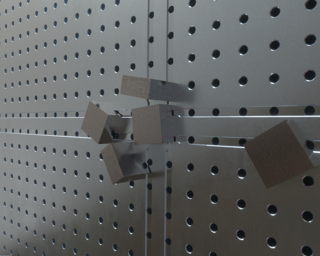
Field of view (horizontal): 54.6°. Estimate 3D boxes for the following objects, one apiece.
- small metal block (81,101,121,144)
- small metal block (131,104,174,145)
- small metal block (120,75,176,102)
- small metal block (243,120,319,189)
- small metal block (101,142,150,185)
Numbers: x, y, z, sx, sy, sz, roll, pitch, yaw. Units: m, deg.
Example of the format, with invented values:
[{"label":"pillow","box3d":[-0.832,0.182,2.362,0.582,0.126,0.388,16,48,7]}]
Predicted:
[{"label":"small metal block","box3d":[-0.094,-0.009,0.489,0.050,0.025,0.050,35,111,34]},{"label":"small metal block","box3d":[-0.010,-0.004,0.419,0.050,0.025,0.050,-7,85,40]},{"label":"small metal block","box3d":[-0.015,-0.052,0.407,0.050,0.050,0.025,15,100,39]},{"label":"small metal block","box3d":[0.121,0.026,0.310,0.050,0.025,0.050,-37,67,34]},{"label":"small metal block","box3d":[-0.048,0.048,0.434,0.025,0.050,0.050,-37,67,34]}]
